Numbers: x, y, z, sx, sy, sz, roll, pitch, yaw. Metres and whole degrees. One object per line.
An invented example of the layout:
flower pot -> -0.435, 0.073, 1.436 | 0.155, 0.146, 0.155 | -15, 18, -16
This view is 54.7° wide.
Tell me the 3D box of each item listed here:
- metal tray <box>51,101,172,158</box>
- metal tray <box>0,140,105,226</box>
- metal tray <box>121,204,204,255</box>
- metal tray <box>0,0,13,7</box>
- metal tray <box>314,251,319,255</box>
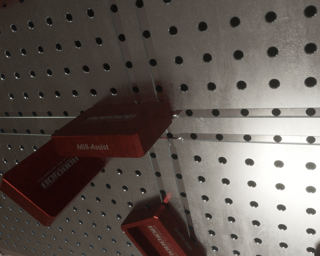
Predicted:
metal tray -> -0.061, 0.001, 0.400 | 0.130, 0.090, 0.030 | -2, 117, 29
metal tray -> -0.156, 0.070, 0.466 | 0.090, 0.131, 0.030 | 39, 129, 1
metal tray -> 0.005, 0.195, 0.523 | 0.090, 0.030, 0.130 | -27, 104, 37
metal tray -> -0.233, -0.223, 0.390 | 0.090, 0.030, 0.129 | -9, 114, 32
metal tray -> 0.273, 0.183, 0.377 | 0.130, 0.030, 0.089 | 29, 128, 9
